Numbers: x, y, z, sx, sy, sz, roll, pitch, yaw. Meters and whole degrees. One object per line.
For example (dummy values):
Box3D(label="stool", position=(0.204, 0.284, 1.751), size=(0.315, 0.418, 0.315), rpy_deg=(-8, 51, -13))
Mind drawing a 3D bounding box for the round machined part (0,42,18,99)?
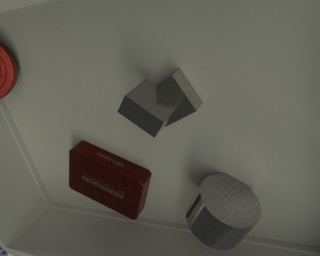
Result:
Box3D(label="round machined part", position=(-0.263, -0.087, 0.459), size=(0.099, 0.042, 0.097), rpy_deg=(-3, 104, -10))

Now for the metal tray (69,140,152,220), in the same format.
Box3D(label="metal tray", position=(-0.084, 0.084, 0.500), size=(0.130, 0.030, 0.089), rpy_deg=(23, 127, 14))

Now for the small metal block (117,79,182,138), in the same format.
Box3D(label="small metal block", position=(-0.011, -0.024, 0.350), size=(0.050, 0.050, 0.025), rpy_deg=(35, 129, 5))

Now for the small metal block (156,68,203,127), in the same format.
Box3D(label="small metal block", position=(0.015, -0.036, 0.377), size=(0.050, 0.025, 0.050), rpy_deg=(-27, 104, 37))

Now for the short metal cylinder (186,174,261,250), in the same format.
Box3D(label="short metal cylinder", position=(0.080, 0.106, 0.396), size=(0.080, 0.080, 0.050), rpy_deg=(29, 128, 9))
